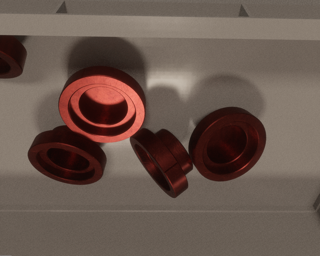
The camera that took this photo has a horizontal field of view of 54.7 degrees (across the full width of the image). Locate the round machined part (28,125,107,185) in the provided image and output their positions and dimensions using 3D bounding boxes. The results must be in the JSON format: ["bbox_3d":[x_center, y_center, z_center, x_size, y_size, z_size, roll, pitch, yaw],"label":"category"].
[{"bbox_3d":[-0.120,0.033,0.416,0.099,0.042,0.097,5,140,5],"label":"round machined part"}]

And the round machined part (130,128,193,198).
[{"bbox_3d":[0.006,0.040,0.407,0.042,0.098,0.098,-35,130,-16],"label":"round machined part"}]

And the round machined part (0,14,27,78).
[{"bbox_3d":[-0.182,-0.087,0.301,0.099,0.042,0.098,7,166,2],"label":"round machined part"}]

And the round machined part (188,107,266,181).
[{"bbox_3d":[0.082,0.017,0.400,0.099,0.042,0.097,-8,118,-15],"label":"round machined part"}]

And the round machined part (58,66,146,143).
[{"bbox_3d":[-0.066,-0.032,0.370,0.099,0.042,0.097,-1,130,0],"label":"round machined part"}]
